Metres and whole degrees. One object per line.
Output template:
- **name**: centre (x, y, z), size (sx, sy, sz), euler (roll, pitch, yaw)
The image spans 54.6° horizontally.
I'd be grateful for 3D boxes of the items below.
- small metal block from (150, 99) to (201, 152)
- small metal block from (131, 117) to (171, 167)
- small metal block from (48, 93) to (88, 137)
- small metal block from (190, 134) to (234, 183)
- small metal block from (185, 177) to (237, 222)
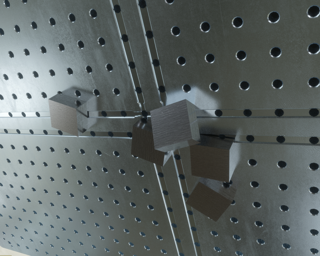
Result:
- **small metal block**: centre (0.018, -0.002, 0.380), size (0.050, 0.025, 0.050), euler (-17, 69, 26)
- **small metal block**: centre (-0.011, 0.019, 0.429), size (0.050, 0.025, 0.050), euler (19, 126, 17)
- **small metal block**: centre (-0.139, -0.020, 0.473), size (0.050, 0.025, 0.050), euler (18, 126, 17)
- **small metal block**: centre (0.068, 0.038, 0.400), size (0.050, 0.025, 0.050), euler (8, 122, 24)
- **small metal block**: centre (0.071, 0.096, 0.433), size (0.050, 0.025, 0.050), euler (31, 128, 8)
